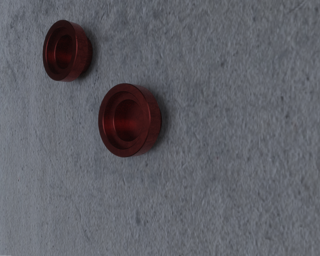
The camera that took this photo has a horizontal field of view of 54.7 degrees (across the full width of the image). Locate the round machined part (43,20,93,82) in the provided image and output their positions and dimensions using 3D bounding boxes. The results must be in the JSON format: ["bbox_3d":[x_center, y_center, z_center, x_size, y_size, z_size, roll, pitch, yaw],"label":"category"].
[{"bbox_3d":[-0.149,-0.125,0.514,0.098,0.042,0.097,0,90,39],"label":"round machined part"}]

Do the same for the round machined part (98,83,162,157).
[{"bbox_3d":[-0.036,-0.010,0.422,0.098,0.042,0.097,0,90,39],"label":"round machined part"}]
